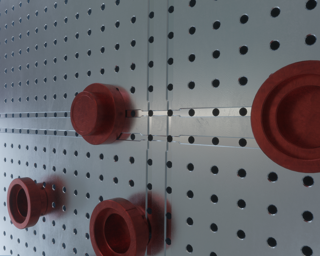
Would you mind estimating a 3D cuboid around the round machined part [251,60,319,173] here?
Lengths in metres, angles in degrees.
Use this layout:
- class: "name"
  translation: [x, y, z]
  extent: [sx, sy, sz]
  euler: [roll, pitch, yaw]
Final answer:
- class: "round machined part"
  translation: [0.139, -0.010, 0.284]
  extent: [0.098, 0.042, 0.097]
  euler: [0, 90, 40]

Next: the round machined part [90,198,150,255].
- class: "round machined part"
  translation: [-0.054, 0.148, 0.444]
  extent: [0.098, 0.042, 0.097]
  euler: [0, 90, 40]

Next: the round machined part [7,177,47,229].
- class: "round machined part"
  translation: [-0.261, 0.147, 0.616]
  extent: [0.098, 0.042, 0.097]
  euler: [0, 90, 40]

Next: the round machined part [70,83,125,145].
- class: "round machined part"
  translation: [-0.103, -0.022, 0.485]
  extent: [0.098, 0.042, 0.097]
  euler: [0, 90, 40]
